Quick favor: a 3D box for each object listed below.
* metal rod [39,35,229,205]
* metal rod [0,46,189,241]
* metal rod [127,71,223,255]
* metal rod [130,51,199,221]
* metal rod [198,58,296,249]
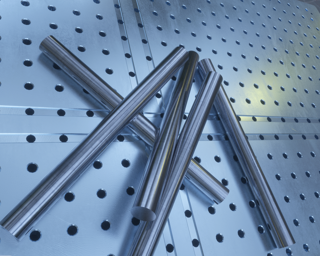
[{"bbox_3d":[-0.032,-0.010,0.398,0.300,0.025,0.025,41,51,0],"label":"metal rod"},{"bbox_3d":[-0.053,-0.005,0.357,0.025,0.025,0.301,41,59,-1],"label":"metal rod"},{"bbox_3d":[0.020,0.047,0.363,0.025,0.025,0.300,31,60,-9],"label":"metal rod"},{"bbox_3d":[0.018,-0.017,0.402,0.025,0.025,0.301,29,43,-10],"label":"metal rod"},{"bbox_3d":[0.119,0.023,0.460,0.025,0.025,0.299,-6,65,-31],"label":"metal rod"}]
